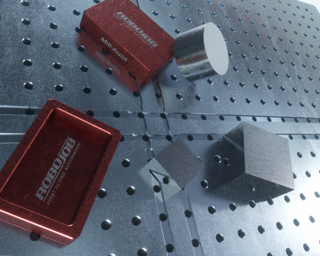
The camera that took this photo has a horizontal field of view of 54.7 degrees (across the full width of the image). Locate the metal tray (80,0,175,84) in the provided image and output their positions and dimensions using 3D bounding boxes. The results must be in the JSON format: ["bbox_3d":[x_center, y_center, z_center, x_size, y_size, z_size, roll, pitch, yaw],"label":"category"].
[{"bbox_3d":[-0.042,-0.138,0.468,0.130,0.030,0.090,41,51,0],"label":"metal tray"}]

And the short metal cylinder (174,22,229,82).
[{"bbox_3d":[0.065,-0.115,0.478,0.080,0.050,0.080,18,68,-51],"label":"short metal cylinder"}]

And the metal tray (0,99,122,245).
[{"bbox_3d":[-0.104,0.041,0.324,0.090,0.030,0.130,27,52,-12],"label":"metal tray"}]

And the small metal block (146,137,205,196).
[{"bbox_3d":[0.020,0.048,0.391,0.050,0.025,0.050,49,51,6],"label":"small metal block"}]

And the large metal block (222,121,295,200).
[{"bbox_3d":[0.137,0.048,0.439,0.080,0.050,0.080,20,54,-17],"label":"large metal block"}]
